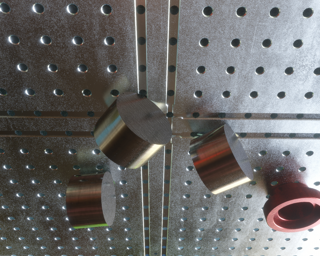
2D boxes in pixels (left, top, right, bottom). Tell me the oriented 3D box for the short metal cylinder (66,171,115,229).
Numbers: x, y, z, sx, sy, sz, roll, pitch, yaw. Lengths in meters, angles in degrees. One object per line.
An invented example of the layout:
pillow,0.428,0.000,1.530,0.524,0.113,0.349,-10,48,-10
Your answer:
short metal cylinder,-0.101,0.108,0.466,0.050,0.080,0.080,-6,130,5

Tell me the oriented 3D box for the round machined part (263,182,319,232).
round machined part,0.220,0.127,0.511,0.099,0.042,0.097,0,130,0

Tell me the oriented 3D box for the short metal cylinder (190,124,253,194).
short metal cylinder,0.082,0.041,0.411,0.050,0.080,0.080,-28,125,21

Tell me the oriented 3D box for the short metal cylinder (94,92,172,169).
short metal cylinder,-0.032,0.002,0.377,0.080,0.080,0.050,30,124,-23
